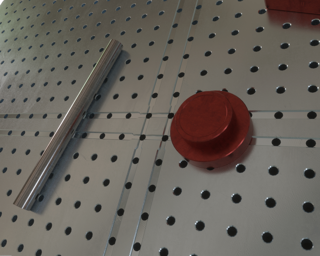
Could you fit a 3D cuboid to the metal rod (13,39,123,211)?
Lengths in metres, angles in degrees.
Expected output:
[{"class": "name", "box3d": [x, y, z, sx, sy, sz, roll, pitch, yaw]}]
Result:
[{"class": "metal rod", "box3d": [-0.136, -0.016, 0.486, 0.025, 0.025, 0.300, 13, 68, 33]}]

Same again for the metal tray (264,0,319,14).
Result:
[{"class": "metal tray", "box3d": [0.217, -0.196, 0.410, 0.130, 0.030, 0.090, 24, 74, 36]}]

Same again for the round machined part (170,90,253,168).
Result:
[{"class": "round machined part", "box3d": [0.057, -0.005, 0.370, 0.098, 0.042, 0.098, -13, 56, 20]}]
